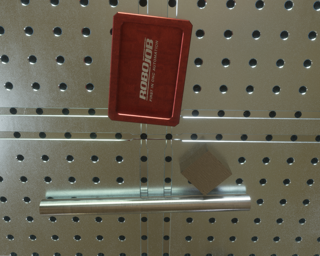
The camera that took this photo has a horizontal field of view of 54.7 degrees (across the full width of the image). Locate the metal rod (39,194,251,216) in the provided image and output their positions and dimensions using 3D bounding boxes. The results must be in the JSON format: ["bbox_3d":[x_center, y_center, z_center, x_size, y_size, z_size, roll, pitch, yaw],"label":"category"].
[{"bbox_3d":[-0.021,0.113,0.454,0.302,0.025,0.025,-2,110,0],"label":"metal rod"}]

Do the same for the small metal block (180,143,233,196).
[{"bbox_3d":[0.064,0.058,0.435,0.050,0.025,0.050,-42,105,14],"label":"small metal block"}]

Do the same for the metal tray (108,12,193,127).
[{"bbox_3d":[-0.014,-0.071,0.384,0.091,0.030,0.129,6,110,-3],"label":"metal tray"}]
